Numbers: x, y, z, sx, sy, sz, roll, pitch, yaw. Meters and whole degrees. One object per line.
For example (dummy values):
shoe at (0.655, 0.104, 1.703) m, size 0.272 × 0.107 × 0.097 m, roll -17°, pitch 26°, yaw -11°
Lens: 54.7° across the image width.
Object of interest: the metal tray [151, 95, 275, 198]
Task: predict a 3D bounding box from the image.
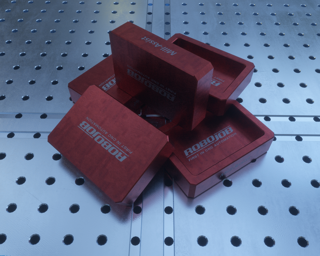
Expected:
metal tray at (0.064, 0.017, 0.389) m, size 0.131 × 0.030 × 0.090 m, roll -27°, pitch 55°, yaw -21°

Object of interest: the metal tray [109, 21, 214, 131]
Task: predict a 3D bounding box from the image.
metal tray at (-0.002, -0.063, 0.378) m, size 0.130 × 0.089 × 0.030 m, roll 33°, pitch 58°, yaw 24°

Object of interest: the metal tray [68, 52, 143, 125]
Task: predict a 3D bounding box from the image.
metal tray at (-0.056, -0.068, 0.460) m, size 0.090 × 0.030 × 0.131 m, roll 32°, pitch 56°, yaw 23°

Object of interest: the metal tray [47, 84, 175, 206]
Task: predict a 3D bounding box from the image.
metal tray at (-0.059, 0.017, 0.365) m, size 0.130 × 0.030 × 0.090 m, roll 35°, pitch 83°, yaw 25°

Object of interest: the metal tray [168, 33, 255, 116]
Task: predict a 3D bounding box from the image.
metal tray at (0.052, -0.079, 0.432) m, size 0.130 × 0.030 × 0.090 m, roll 29°, pitch 56°, yaw 22°
